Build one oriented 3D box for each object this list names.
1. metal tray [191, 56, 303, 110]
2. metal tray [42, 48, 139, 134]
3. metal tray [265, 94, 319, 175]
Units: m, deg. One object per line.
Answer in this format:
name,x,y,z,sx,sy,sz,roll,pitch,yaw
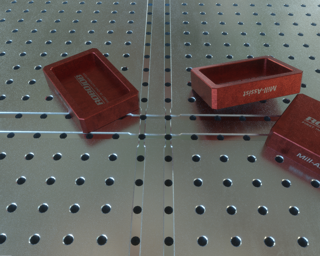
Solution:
metal tray,0.120,-0.069,0.443,0.131,0.030,0.090,-12,30,-10
metal tray,-0.101,-0.060,0.452,0.091,0.030,0.130,-29,56,-22
metal tray,0.216,0.017,0.393,0.130,0.030,0.090,32,57,23
